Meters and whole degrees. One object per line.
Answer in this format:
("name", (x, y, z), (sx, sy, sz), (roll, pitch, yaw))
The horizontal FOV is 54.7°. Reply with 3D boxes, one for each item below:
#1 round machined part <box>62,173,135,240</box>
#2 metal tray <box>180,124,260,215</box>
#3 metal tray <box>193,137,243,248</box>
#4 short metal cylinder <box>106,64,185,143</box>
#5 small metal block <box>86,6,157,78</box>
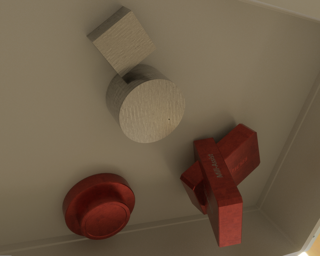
("round machined part", (-0.080, 0.114, 0.426), (0.099, 0.042, 0.097), (-14, 125, -21))
("metal tray", (0.098, 0.065, 0.481), (0.130, 0.030, 0.090), (-39, 137, -14))
("metal tray", (0.079, 0.086, 0.437), (0.030, 0.130, 0.089), (-10, 125, -3))
("short metal cylinder", (-0.018, -0.029, 0.366), (0.081, 0.050, 0.079), (-14, 125, -21))
("small metal block", (-0.040, -0.092, 0.331), (0.050, 0.025, 0.050), (-40, 130, -1))
